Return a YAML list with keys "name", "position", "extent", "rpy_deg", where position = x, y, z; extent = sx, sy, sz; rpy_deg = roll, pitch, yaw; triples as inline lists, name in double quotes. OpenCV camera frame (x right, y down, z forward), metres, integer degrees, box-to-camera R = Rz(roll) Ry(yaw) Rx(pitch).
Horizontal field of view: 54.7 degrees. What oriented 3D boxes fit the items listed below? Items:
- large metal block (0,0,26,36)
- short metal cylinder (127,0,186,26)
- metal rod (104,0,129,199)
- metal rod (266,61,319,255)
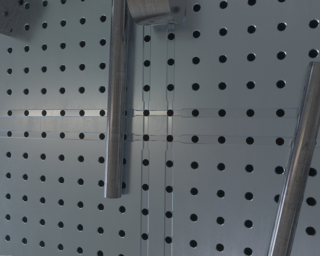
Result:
- name: "large metal block"
  position: [-0.272, -0.208, 0.496]
  extent: [0.080, 0.050, 0.080]
  rpy_deg: [34, 101, 16]
- name: "short metal cylinder"
  position: [-0.003, -0.169, 0.384]
  extent: [0.050, 0.080, 0.079]
  rpy_deg: [3, 91, 20]
- name: "metal rod"
  position: [-0.060, -0.053, 0.433]
  extent: [0.025, 0.025, 0.298]
  rpy_deg: [3, 91, 20]
- name: "metal rod"
  position: [0.153, 0.074, 0.358]
  extent: [0.025, 0.025, 0.298]
  rpy_deg: [12, 94, 19]
